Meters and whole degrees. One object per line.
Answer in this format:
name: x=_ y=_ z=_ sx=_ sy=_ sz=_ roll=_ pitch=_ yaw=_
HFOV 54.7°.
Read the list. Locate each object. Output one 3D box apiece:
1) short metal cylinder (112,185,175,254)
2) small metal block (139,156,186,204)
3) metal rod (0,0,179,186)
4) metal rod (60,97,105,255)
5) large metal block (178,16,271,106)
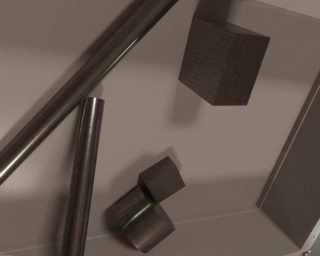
short metal cylinder: x=-0.023 y=0.129 z=0.442 sx=0.050 sy=0.080 sz=0.080 roll=-39 pitch=130 yaw=-2
small metal block: x=0.004 y=0.077 z=0.461 sx=0.050 sy=0.025 sz=0.050 roll=-31 pitch=129 yaw=-9
metal rod: x=-0.092 y=-0.039 z=0.334 sx=0.300 sy=0.025 sz=0.025 roll=-45 pitch=130 yaw=3
metal rod: x=-0.093 y=0.115 z=0.340 sx=0.025 sy=0.025 sz=0.298 roll=10 pitch=85 yaw=-33
large metal block: x=0.070 y=-0.079 z=0.364 sx=0.050 sy=0.080 sz=0.079 roll=-2 pitch=120 yaw=-28
